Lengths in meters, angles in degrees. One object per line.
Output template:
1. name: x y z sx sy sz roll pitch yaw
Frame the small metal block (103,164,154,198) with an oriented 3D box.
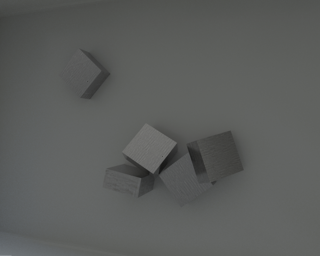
1. small metal block: -0.039 0.069 0.411 0.050 0.050 0.025 12 94 19

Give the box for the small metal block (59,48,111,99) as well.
1. small metal block: -0.109 -0.078 0.449 0.050 0.025 0.050 45 104 14

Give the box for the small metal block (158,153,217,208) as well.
1. small metal block: 0.035 0.065 0.398 0.050 0.025 0.050 -39 78 15

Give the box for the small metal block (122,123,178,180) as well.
1. small metal block: -0.012 0.030 0.403 0.050 0.025 0.050 32 71 19

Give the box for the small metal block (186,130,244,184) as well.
1. small metal block: 0.066 0.035 0.372 0.050 0.025 0.050 -14 83 -26
